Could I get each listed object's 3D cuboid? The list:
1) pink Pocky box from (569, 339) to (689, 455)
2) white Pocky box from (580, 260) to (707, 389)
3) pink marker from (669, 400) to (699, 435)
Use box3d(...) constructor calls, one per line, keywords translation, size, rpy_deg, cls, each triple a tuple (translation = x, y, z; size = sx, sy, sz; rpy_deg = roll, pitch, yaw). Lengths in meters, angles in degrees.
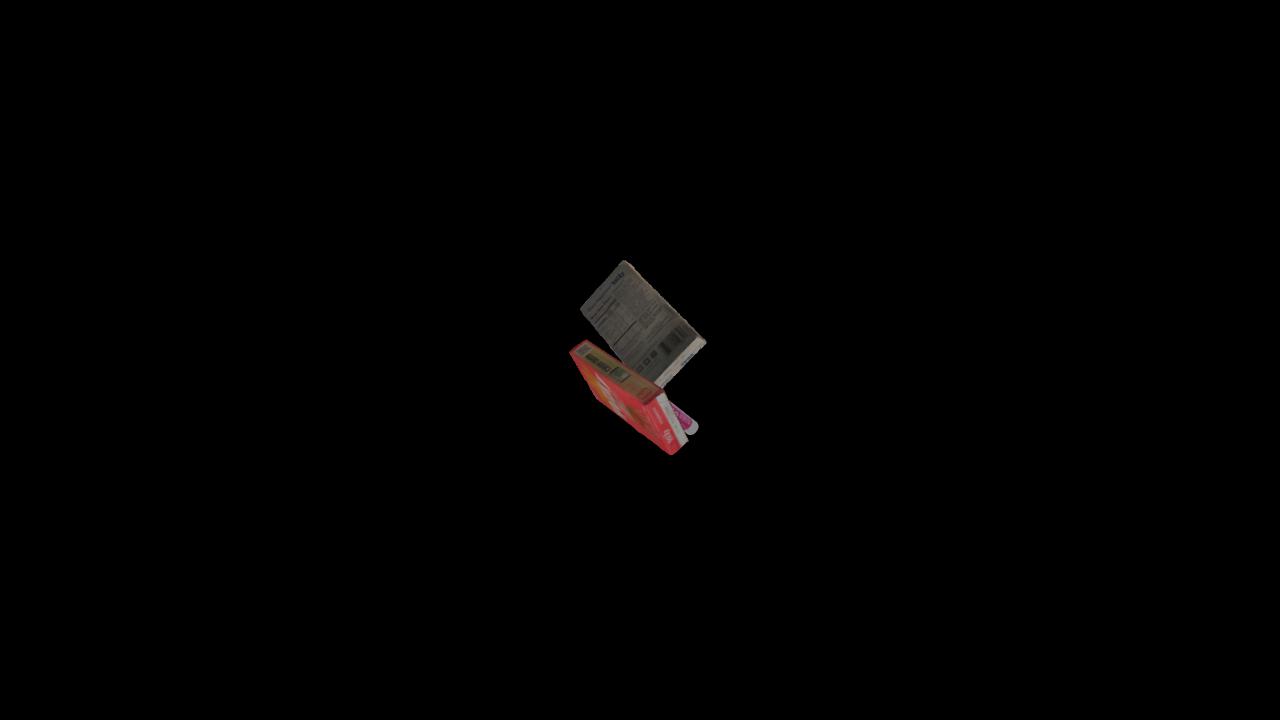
box3d(translation=(-0.015, 0.039, 0.682), size=(0.029, 0.084, 0.155), rpy_deg=(-40, 40, -16), cls="pink Pocky box")
box3d(translation=(-0.001, -0.041, 0.707), size=(0.154, 0.084, 0.028), rpy_deg=(49, 11, 35), cls="white Pocky box")
box3d(translation=(0.029, 0.054, 0.716), size=(0.020, 0.020, 0.121), rpy_deg=(0, -30, 43), cls="pink marker")
